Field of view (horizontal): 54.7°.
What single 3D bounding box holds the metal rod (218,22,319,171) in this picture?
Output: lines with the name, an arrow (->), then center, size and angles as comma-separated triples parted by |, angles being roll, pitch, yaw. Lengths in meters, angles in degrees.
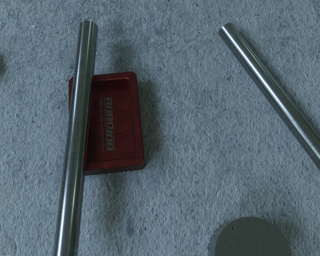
metal rod -> 0.171, -0.025, 0.418 | 0.025, 0.025, 0.299 | -28, 72, -10

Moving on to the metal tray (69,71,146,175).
metal tray -> -0.070, -0.007, 0.407 | 0.091, 0.030, 0.130 | -6, 70, -2

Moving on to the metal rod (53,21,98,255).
metal rod -> -0.099, 0.001, 0.374 | 0.025, 0.025, 0.299 | 0, 70, 0

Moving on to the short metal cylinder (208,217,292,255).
short metal cylinder -> 0.097, 0.142, 0.344 | 0.081, 0.050, 0.080 | 0, 70, 0
